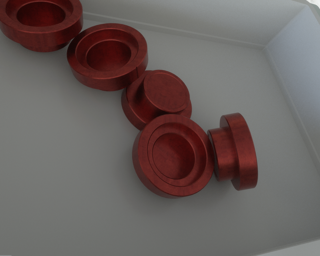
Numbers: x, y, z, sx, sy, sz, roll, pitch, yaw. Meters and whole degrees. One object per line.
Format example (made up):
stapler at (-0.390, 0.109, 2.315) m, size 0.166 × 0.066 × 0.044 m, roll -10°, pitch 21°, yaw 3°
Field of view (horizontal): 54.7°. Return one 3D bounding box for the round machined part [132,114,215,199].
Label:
round machined part at (0.013, 0.036, 0.373) m, size 0.099 × 0.042 × 0.098 m, roll 9°, pitch 68°, yaw -22°

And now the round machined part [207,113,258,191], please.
round machined part at (0.088, 0.032, 0.396) m, size 0.042 × 0.098 × 0.098 m, roll -11°, pitch 63°, yaw 1°

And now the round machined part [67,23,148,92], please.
round machined part at (-0.064, -0.086, 0.396) m, size 0.099 × 0.042 × 0.098 m, roll -1°, pitch 57°, yaw 1°

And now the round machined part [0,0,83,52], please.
round machined part at (-0.146, -0.132, 0.386) m, size 0.099 × 0.042 × 0.098 m, roll 5°, pitch 53°, yaw -7°

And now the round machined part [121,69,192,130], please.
round machined part at (0.001, -0.040, 0.419) m, size 0.099 × 0.042 × 0.098 m, roll 14°, pitch 56°, yaw -21°
